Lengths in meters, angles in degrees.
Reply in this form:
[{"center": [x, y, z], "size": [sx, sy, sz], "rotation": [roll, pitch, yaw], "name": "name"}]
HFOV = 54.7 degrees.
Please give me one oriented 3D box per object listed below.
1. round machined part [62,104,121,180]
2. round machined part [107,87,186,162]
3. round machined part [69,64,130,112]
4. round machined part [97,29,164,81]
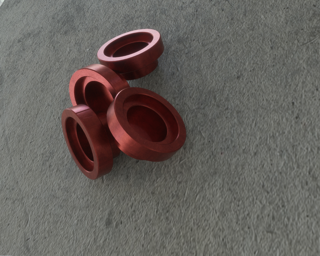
[{"center": [-0.087, 0.015, 0.406], "size": [0.042, 0.097, 0.098], "rotation": [-23, 43, -33], "name": "round machined part"}, {"center": [-0.020, 0.000, 0.378], "size": [0.042, 0.099, 0.098], "rotation": [-49, 42, 38], "name": "round machined part"}, {"center": [-0.077, -0.043, 0.437], "size": [0.098, 0.097, 0.042], "rotation": [11, 32, 32], "name": "round machined part"}, {"center": [-0.041, -0.108, 0.468], "size": [0.098, 0.042, 0.098], "rotation": [-12, 38, 10], "name": "round machined part"}]
